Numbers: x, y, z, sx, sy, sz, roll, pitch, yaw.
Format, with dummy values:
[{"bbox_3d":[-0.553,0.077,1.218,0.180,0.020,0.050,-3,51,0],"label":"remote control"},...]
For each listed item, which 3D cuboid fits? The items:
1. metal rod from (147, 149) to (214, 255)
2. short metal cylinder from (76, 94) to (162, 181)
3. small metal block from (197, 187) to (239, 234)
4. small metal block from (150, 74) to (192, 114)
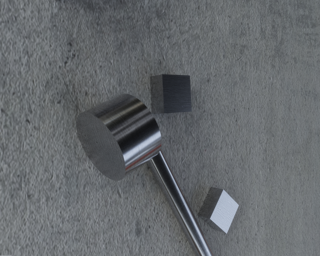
[{"bbox_3d":[0.025,0.103,0.427,0.025,0.025,0.299,-40,114,-33],"label":"metal rod"},{"bbox_3d":[-0.045,0.009,0.333,0.050,0.080,0.080,-32,111,-36],"label":"short metal cylinder"},{"bbox_3d":[0.092,0.129,0.485,0.050,0.025,0.050,46,62,-31],"label":"small metal block"},{"bbox_3d":[0.015,-0.046,0.420,0.050,0.025,0.050,-6,94,-40],"label":"small metal block"}]
